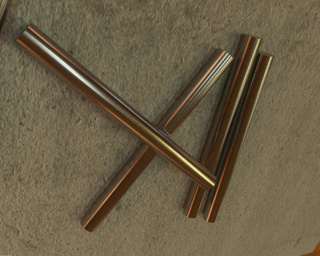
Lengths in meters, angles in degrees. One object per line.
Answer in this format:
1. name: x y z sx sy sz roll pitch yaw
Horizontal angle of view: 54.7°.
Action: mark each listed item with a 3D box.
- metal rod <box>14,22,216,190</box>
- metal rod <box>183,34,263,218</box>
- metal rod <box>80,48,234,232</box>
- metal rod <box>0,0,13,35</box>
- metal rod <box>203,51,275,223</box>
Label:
1. metal rod: -0.028 -0.005 0.363 0.025 0.025 0.301 -47 122 5
2. metal rod: 0.086 0.013 0.461 0.025 0.025 0.298 0 118 -29
3. metal rod: -0.009 0.022 0.415 0.025 0.025 0.299 32 100 -38
4. metal rod: -0.144 -0.101 0.264 0.025 0.025 0.298 18 109 -35
5. metal rod: 0.116 0.030 0.488 0.025 0.025 0.298 -3 120 -27
